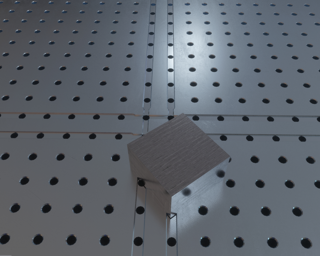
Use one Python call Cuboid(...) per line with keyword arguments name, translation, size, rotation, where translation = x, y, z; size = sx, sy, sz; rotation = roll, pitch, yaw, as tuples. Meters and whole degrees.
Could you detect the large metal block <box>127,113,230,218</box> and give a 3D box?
Cuboid(name="large metal block", translation=(0.020, 0.040, 0.358), size=(0.080, 0.050, 0.080), rotation=(-30, 56, -23))
